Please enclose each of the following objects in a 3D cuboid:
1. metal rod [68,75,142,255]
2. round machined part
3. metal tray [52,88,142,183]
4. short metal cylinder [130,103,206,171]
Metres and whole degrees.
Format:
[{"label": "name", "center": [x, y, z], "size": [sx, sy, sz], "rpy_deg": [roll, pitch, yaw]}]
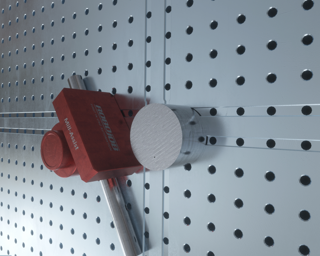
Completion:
[{"label": "metal rod", "center": [-0.090, 0.049, 0.481], "size": [0.025, 0.025, 0.299], "rpy_deg": [-34, 69, 34]}, {"label": "round machined part", "center": [-0.170, 0.037, 0.535], "size": [0.098, 0.042, 0.097], "rpy_deg": [0, 90, 39]}, {"label": "metal tray", "center": [-0.086, 0.007, 0.435], "size": [0.030, 0.091, 0.130], "rpy_deg": [-41, 66, 32]}, {"label": "short metal cylinder", "center": [0.010, 0.010, 0.384], "size": [0.080, 0.050, 0.079], "rpy_deg": [0, 90, 39]}]
